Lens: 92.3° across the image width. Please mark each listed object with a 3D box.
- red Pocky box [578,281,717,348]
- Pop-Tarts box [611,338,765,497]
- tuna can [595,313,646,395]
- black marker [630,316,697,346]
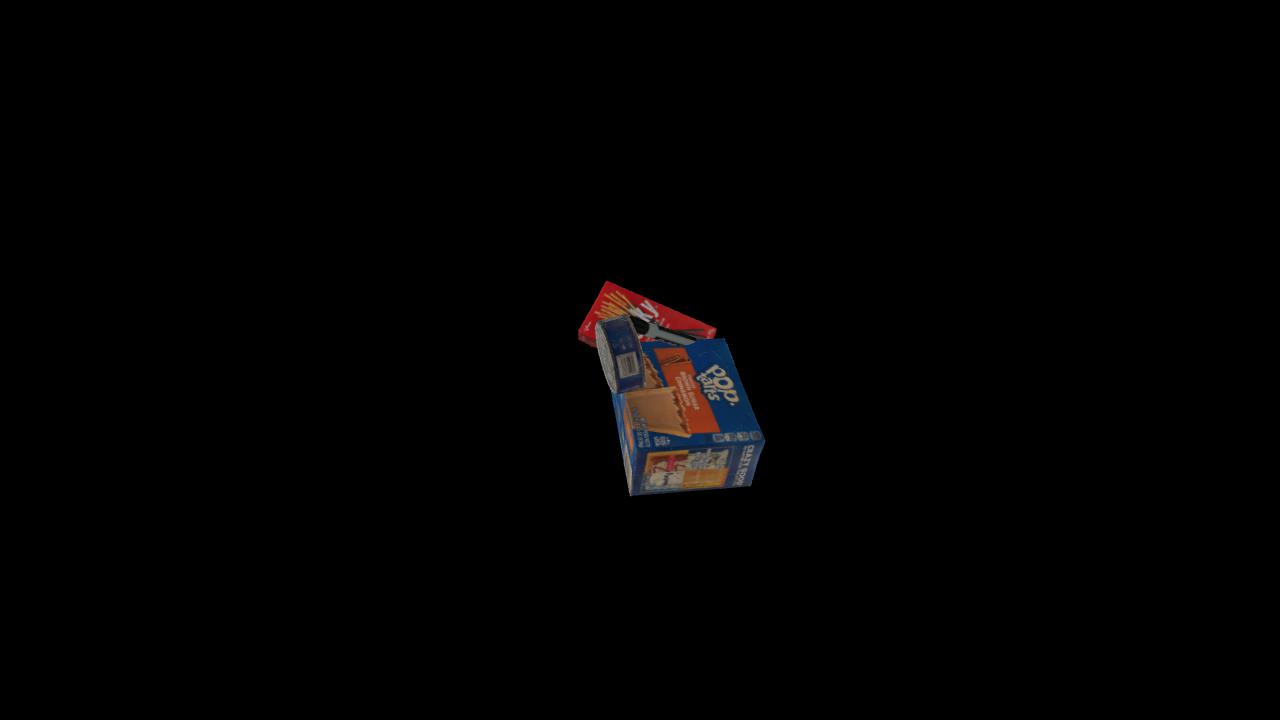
[{"bbox_3d":[0.009,-0.032,0.762,0.155,0.083,0.028,24,-21,6],"label":"red Pocky box"},{"bbox_3d":[0.047,0.060,0.709,0.141,0.083,0.167,-2,44,-10],"label":"Pop-Tarts box"},{"bbox_3d":[-0.022,-0.005,0.661,0.034,0.084,0.084,-15,3,-12],"label":"tuna can"},{"bbox_3d":[0.030,-0.029,0.726,0.121,0.020,0.020,16,-10,-38],"label":"black marker"}]
